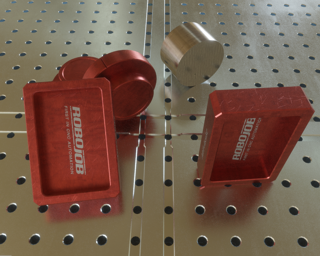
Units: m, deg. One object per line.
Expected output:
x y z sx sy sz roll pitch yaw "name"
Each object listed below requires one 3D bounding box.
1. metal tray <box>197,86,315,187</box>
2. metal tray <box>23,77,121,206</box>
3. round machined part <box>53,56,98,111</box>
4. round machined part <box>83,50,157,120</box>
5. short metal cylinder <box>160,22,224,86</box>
0.092 0.015 0.328 0.091 0.129 0.030 -3 50 -3 "metal tray"
-0.094 0.014 0.341 0.091 0.030 0.129 -5 90 -5 "metal tray"
-0.109 -0.068 0.452 0.099 0.042 0.098 1 50 0 "round machined part"
-0.047 -0.048 0.400 0.099 0.097 0.042 -22 55 -18 "round machined part"
0.048 -0.110 0.465 0.081 0.080 0.050 -21 54 -17 "short metal cylinder"
